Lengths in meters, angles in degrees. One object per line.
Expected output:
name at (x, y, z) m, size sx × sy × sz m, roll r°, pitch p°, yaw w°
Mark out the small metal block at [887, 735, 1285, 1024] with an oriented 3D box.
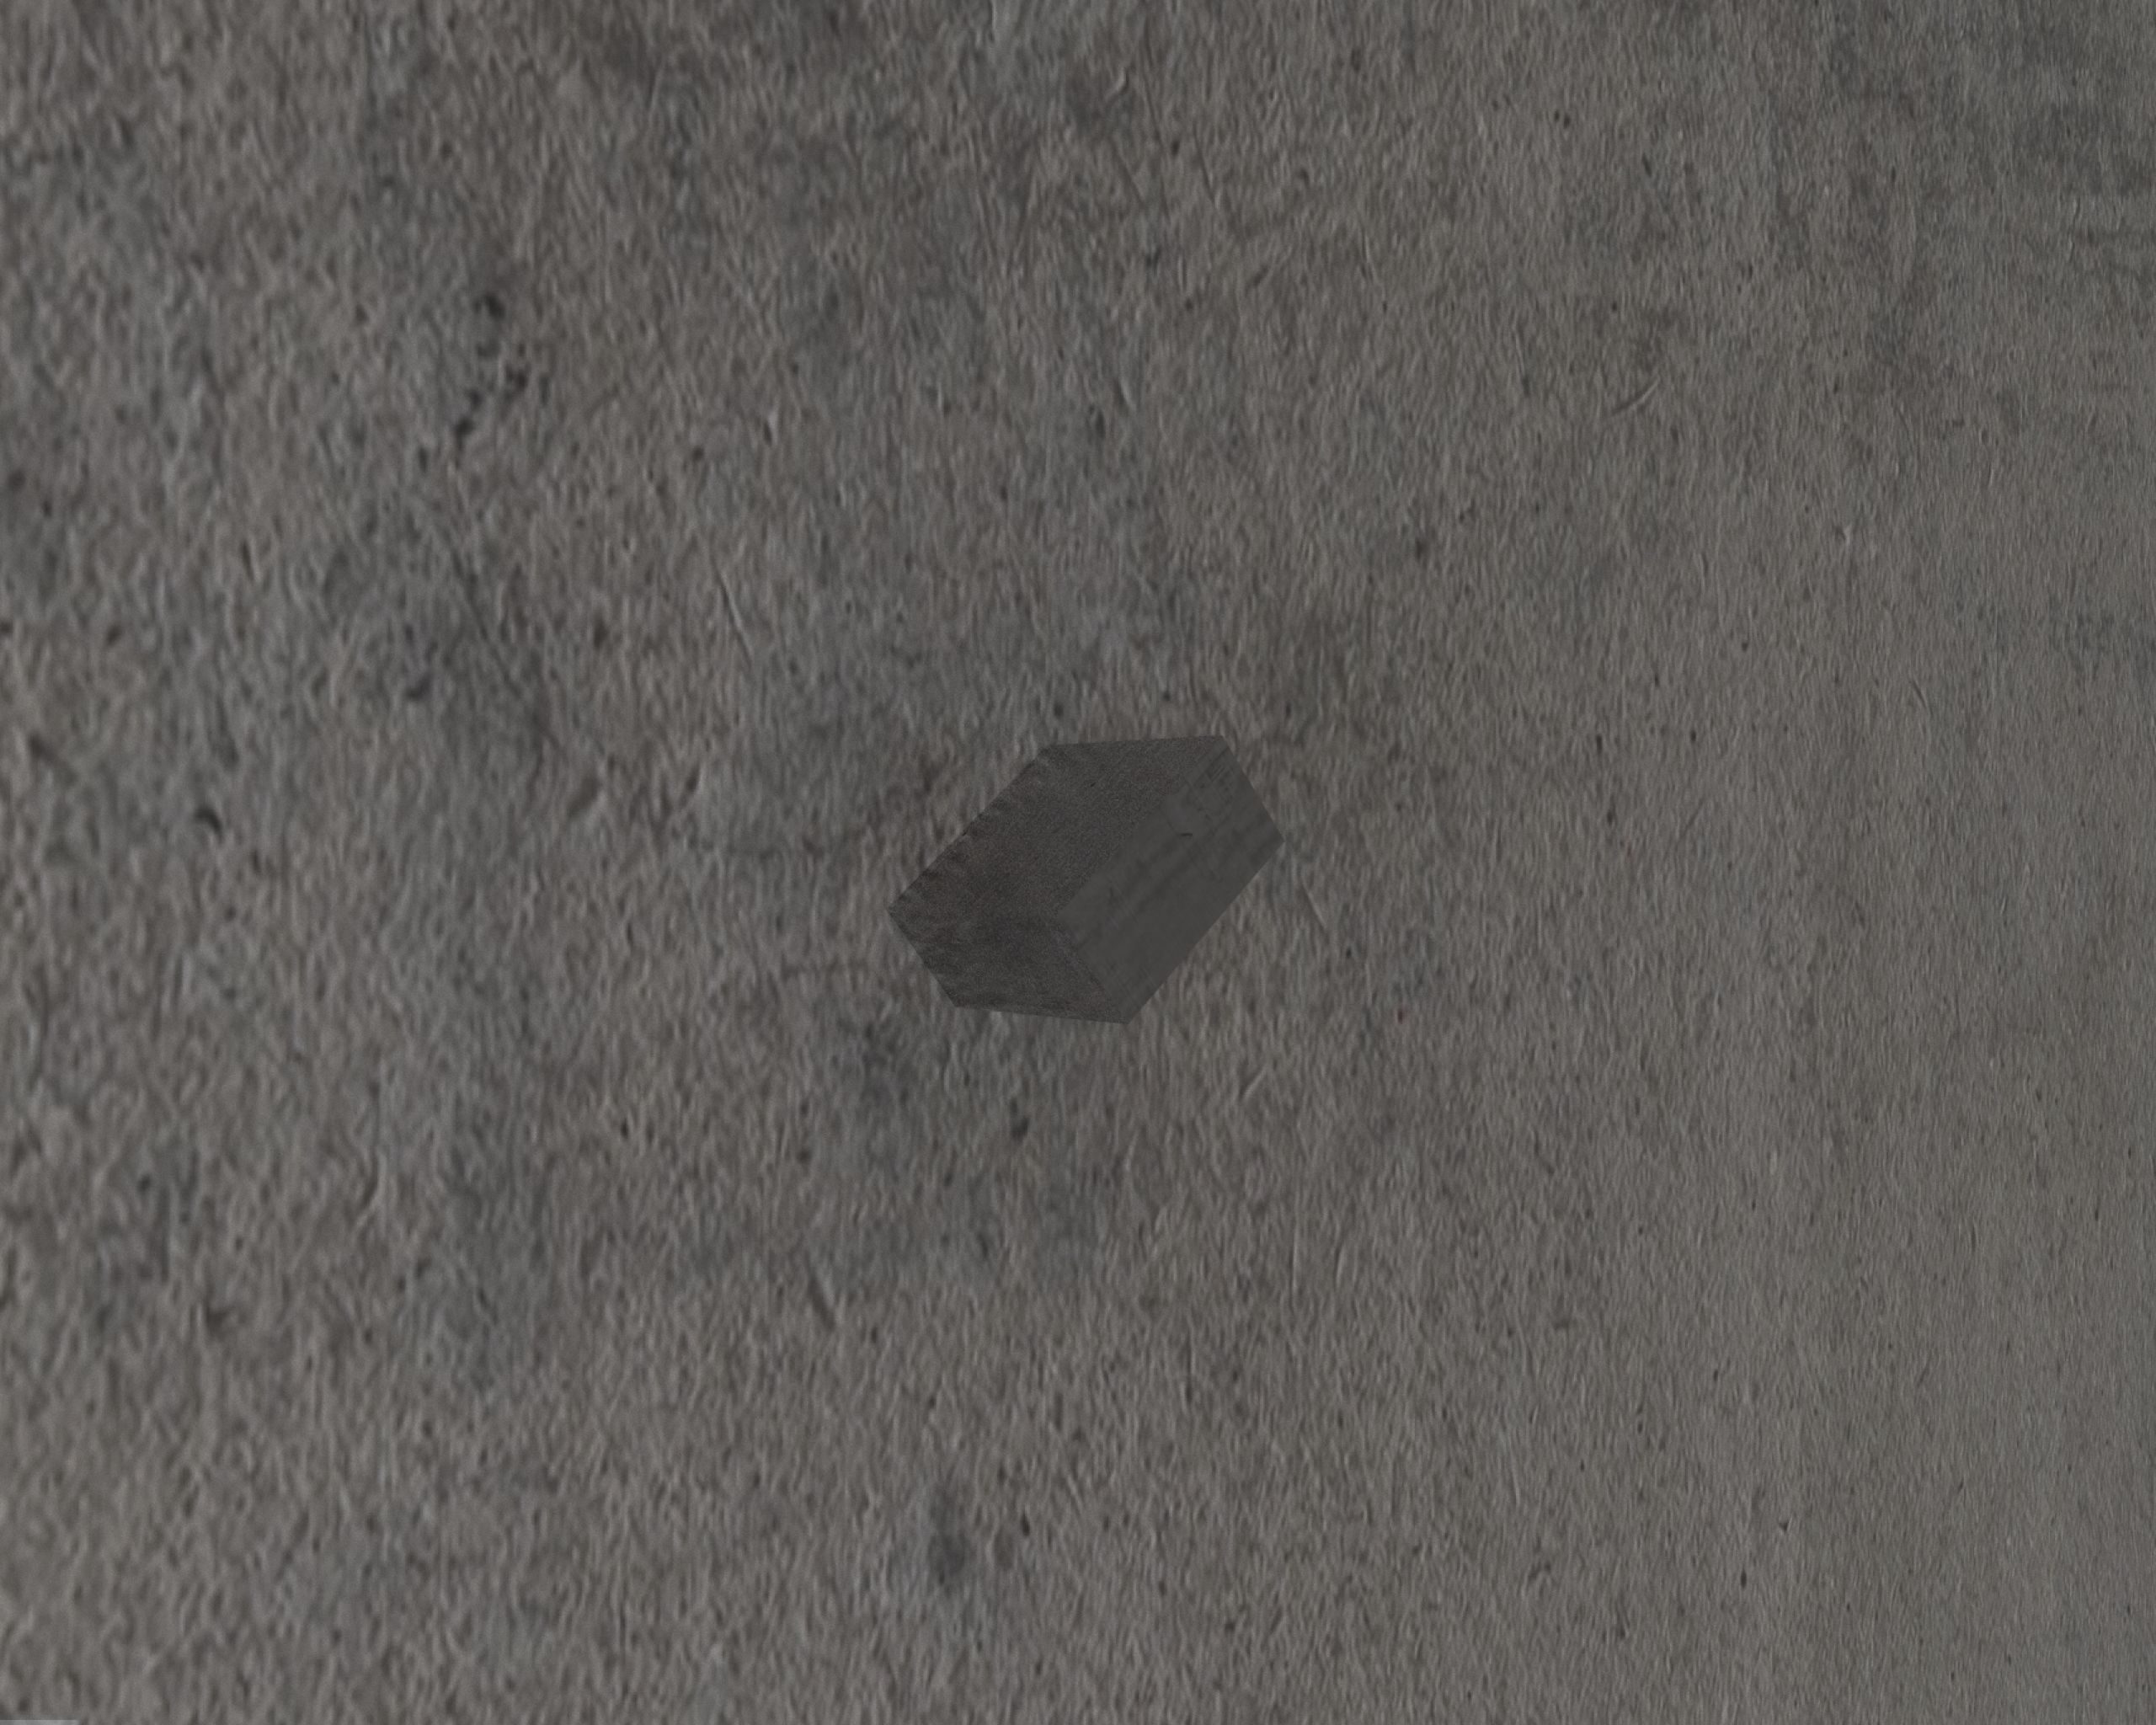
small metal block at (0.001, 0.002, 0.389) m, size 0.050 × 0.050 × 0.025 m, roll -47°, pitch 118°, yaw -29°
